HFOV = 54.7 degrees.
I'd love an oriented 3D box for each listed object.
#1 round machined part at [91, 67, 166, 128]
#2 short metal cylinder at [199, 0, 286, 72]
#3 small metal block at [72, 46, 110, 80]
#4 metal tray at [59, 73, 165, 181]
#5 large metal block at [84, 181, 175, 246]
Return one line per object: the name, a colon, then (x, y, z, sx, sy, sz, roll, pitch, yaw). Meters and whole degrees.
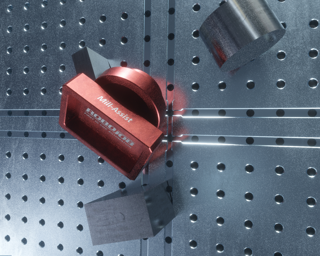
round machined part: (-0.036, -0.037, 0.399, 0.098, 0.042, 0.097, 18, 138, 17)
short metal cylinder: (0.092, -0.107, 0.351, 0.080, 0.080, 0.050, -31, 80, 17)
small metal block: (-0.090, -0.077, 0.427, 0.025, 0.050, 0.050, -24, 73, 18)
metal tray: (-0.066, 0.002, 0.394, 0.130, 0.030, 0.089, 37, 142, 5)
large metal block: (-0.035, 0.106, 0.396, 0.080, 0.080, 0.050, -15, 85, 19)
